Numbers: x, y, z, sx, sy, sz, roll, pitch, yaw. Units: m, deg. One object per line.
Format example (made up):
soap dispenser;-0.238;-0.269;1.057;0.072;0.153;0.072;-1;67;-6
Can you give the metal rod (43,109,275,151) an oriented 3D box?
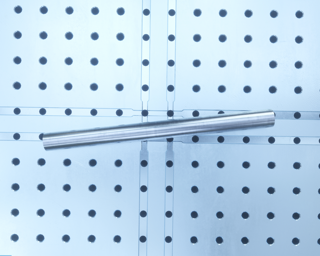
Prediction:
metal rod;-0.001;0.002;0.413;0.302;0.025;0.025;-6;90;0
